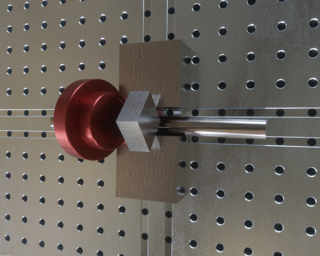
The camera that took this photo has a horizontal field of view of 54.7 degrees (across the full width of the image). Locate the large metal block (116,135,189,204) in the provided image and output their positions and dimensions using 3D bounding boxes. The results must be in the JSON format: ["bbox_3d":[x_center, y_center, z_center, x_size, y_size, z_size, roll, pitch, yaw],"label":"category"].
[{"bbox_3d":[-0.009,0.049,0.403,0.080,0.050,0.079,1,91,20],"label":"large metal block"}]

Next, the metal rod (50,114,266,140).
[{"bbox_3d":[-0.016,-0.004,0.418,0.301,0.025,0.025,2,91,19],"label":"metal rod"}]

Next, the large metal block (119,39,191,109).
[{"bbox_3d":[-0.005,-0.065,0.401,0.080,0.050,0.079,1,90,20],"label":"large metal block"}]

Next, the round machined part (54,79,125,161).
[{"bbox_3d":[-0.072,-0.009,0.368,0.042,0.099,0.097,5,92,34],"label":"round machined part"}]

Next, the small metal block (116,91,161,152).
[{"bbox_3d":[-0.023,-0.008,0.361,0.025,0.050,0.050,1,46,20],"label":"small metal block"}]
